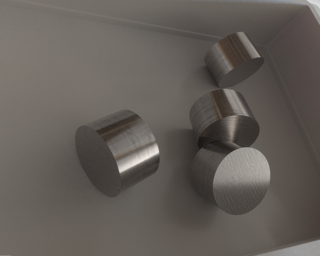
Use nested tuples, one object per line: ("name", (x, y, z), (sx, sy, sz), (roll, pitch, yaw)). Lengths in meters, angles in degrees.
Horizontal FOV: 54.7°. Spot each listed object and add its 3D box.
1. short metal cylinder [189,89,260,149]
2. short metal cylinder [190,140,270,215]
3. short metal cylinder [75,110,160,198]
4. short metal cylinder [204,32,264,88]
("short metal cylinder", (0.084, -0.005, 0.412), (0.081, 0.079, 0.050), (11, 42, -23))
("short metal cylinder", (0.085, 0.058, 0.376), (0.081, 0.050, 0.079), (-4, 99, -24))
("short metal cylinder", (-0.046, 0.026, 0.329), (0.050, 0.080, 0.080), (-26, 76, -37))
("short metal cylinder", (0.119, -0.108, 0.500), (0.081, 0.080, 0.050), (-15, 70, -34))
